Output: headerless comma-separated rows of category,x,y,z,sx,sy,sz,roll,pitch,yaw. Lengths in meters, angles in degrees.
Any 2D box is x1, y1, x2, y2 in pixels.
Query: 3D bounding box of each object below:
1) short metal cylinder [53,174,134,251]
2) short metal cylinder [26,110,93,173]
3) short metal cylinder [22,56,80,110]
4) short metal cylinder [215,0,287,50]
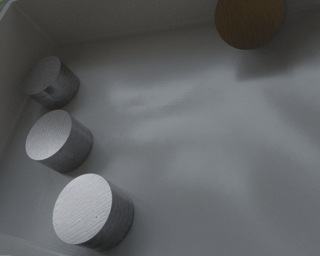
short metal cylinder,-0.078,0.101,0.369,0.080,0.050,0.080,-13,56,21
short metal cylinder,-0.147,0.020,0.455,0.080,0.050,0.080,-13,56,21
short metal cylinder,-0.188,-0.077,0.536,0.080,0.050,0.080,-13,56,21
short metal cylinder,0.115,-0.143,0.389,0.080,0.079,0.050,-2,21,27
